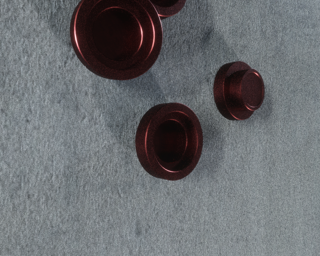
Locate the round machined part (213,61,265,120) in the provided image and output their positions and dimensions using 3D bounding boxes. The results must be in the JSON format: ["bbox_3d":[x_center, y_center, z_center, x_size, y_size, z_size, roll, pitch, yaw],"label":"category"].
[{"bbox_3d":[0.136,-0.062,0.511,0.099,0.042,0.097,0,90,-40],"label":"round machined part"}]

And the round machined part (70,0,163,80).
[{"bbox_3d":[-0.050,-0.103,0.343,0.099,0.042,0.097,-6,102,-28],"label":"round machined part"}]

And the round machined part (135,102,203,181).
[{"bbox_3d":[0.007,0.017,0.402,0.099,0.042,0.097,0,90,-40],"label":"round machined part"}]

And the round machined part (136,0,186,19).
[{"bbox_3d":[-0.014,-0.182,0.383,0.099,0.042,0.097,0,90,-40],"label":"round machined part"}]
